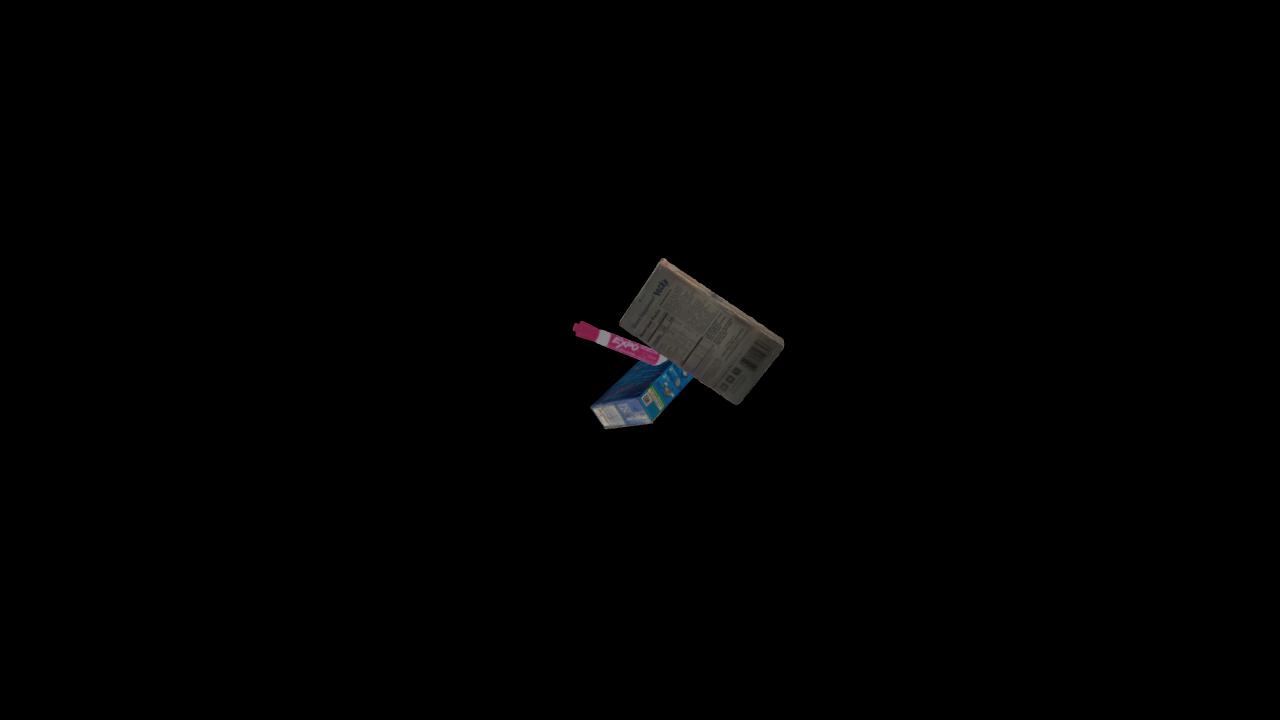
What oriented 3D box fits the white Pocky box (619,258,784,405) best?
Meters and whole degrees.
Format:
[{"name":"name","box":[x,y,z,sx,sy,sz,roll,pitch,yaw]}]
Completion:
[{"name":"white Pocky box","box":[0.063,-0.028,0.639,0.154,0.084,0.028,34,24,-2]}]

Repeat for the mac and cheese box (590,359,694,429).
[{"name":"mac and cheese box","box":[0.029,0.013,0.757,0.093,0.041,0.184,-16,21,49]}]

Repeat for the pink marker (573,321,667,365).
[{"name":"pink marker","box":[-0.021,-0.017,0.709,0.121,0.020,0.020,21,-7,-20]}]
